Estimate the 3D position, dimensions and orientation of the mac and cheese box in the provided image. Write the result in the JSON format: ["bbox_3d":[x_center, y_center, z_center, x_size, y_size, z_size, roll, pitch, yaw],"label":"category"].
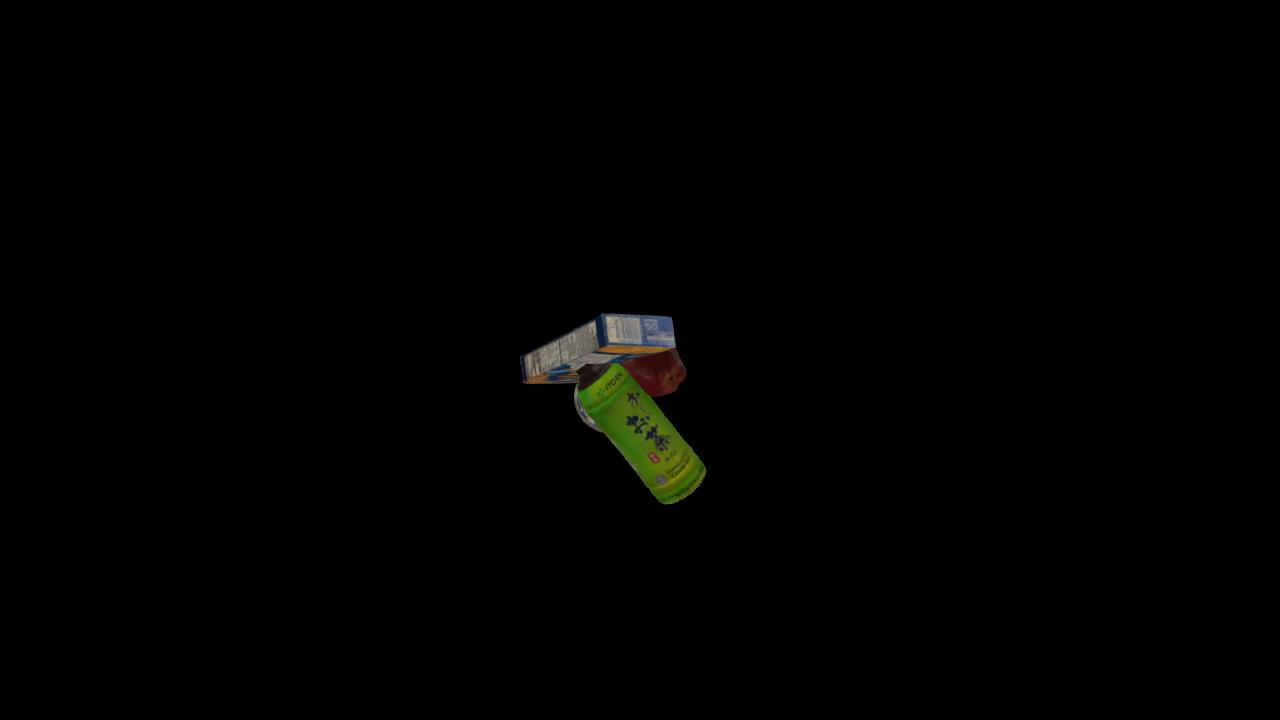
[{"bbox_3d":[-0.053,-0.009,0.700,0.093,0.041,0.184,-2,-12,-37],"label":"mac and cheese box"}]

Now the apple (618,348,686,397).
[{"bbox_3d":[0.007,0.003,0.705,0.079,0.079,0.093,0,29,-42],"label":"apple"}]

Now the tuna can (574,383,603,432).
[{"bbox_3d":[-0.036,0.045,0.756,0.084,0.084,0.034,0,16,16],"label":"tuna can"}]

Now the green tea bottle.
[{"bbox_3d":[-0.013,0.066,0.694,0.073,0.212,0.073,-38,13,10],"label":"green tea bottle"}]
